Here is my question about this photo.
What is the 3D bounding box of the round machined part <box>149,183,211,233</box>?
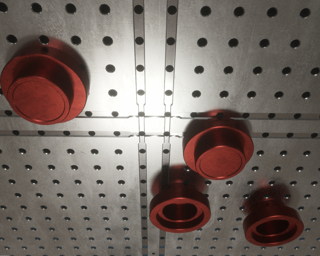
[{"bbox_3d":[0.032,0.128,0.511,0.099,0.042,0.097,-1,130,0],"label":"round machined part"}]

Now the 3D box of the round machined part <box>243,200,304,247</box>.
[{"bbox_3d":[0.195,0.164,0.544,0.099,0.042,0.097,-1,130,0],"label":"round machined part"}]

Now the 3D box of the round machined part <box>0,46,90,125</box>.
[{"bbox_3d":[-0.136,-0.042,0.363,0.099,0.042,0.097,-1,130,0],"label":"round machined part"}]

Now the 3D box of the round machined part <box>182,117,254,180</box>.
[{"bbox_3d":[0.082,0.036,0.432,0.099,0.042,0.097,-1,130,0],"label":"round machined part"}]
